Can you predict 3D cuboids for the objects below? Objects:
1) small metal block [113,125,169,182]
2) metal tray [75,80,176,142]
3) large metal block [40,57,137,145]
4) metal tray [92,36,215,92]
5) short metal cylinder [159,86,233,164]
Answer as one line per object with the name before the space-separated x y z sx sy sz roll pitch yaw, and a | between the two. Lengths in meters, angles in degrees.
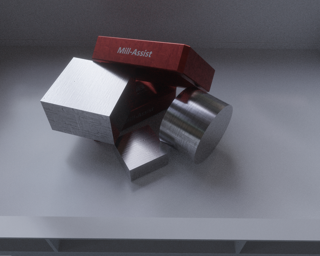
small metal block | -0.024 0.030 0.378 0.050 0.025 0.050 -23 54 -19
metal tray | -0.054 -0.045 0.436 0.131 0.030 0.090 -27 55 -22
large metal block | -0.080 -0.034 0.373 0.080 0.050 0.080 13 51 10
metal tray | -0.008 -0.080 0.390 0.130 0.090 0.030 15 89 30
short metal cylinder | 0.044 -0.004 0.372 0.050 0.080 0.080 32 57 24
